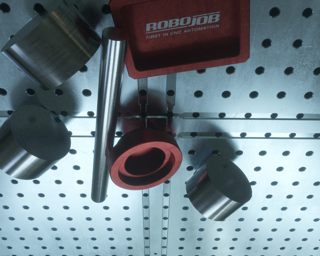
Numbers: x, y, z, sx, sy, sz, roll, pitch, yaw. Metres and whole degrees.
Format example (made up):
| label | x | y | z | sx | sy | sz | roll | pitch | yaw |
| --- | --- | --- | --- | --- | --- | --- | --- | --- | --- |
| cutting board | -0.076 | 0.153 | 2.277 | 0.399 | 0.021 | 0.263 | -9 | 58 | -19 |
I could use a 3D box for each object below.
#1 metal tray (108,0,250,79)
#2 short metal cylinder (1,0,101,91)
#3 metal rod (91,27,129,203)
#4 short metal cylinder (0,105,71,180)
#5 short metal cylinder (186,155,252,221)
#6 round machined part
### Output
| label | x | y | z | sx | sy | sz | roll | pitch | yaw |
| --- | --- | --- | --- | --- | --- | --- | --- | --- | --- |
| metal tray | 0.023 | -0.104 | 0.319 | 0.131 | 0.030 | 0.090 | -8 | 130 | 6 |
| short metal cylinder | -0.105 | -0.083 | 0.304 | 0.080 | 0.080 | 0.050 | -27 | 125 | 21 |
| metal rod | -0.071 | 0.011 | 0.399 | 0.025 | 0.025 | 0.298 | 9 | 136 | -7 |
| short metal cylinder | -0.161 | 0.018 | 0.389 | 0.050 | 0.080 | 0.080 | -37 | 121 | 27 |
| short metal cylinder | 0.085 | 0.087 | 0.450 | 0.080 | 0.080 | 0.050 | 24 | 126 | -19 |
| round machined part | -0.023 | 0.038 | 0.421 | 0.099 | 0.042 | 0.097 | -12 | 136 | -12 |
